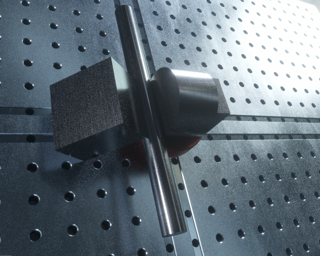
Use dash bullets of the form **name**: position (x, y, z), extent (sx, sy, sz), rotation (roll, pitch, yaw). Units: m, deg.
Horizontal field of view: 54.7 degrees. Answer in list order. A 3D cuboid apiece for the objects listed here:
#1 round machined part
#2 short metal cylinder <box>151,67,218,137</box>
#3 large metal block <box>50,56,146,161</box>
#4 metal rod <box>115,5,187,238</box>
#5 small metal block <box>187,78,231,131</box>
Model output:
- **round machined part**: position (0.004, -0.006, 0.403), extent (0.099, 0.042, 0.098), rotation (14, 56, -21)
- **short metal cylinder**: position (0.024, -0.029, 0.366), extent (0.050, 0.080, 0.080), rotation (1, 62, -28)
- **large metal block**: position (-0.069, -0.018, 0.340), extent (0.050, 0.080, 0.080), rotation (40, 33, -60)
- **metal rod**: position (-0.018, -0.028, 0.364), extent (0.025, 0.025, 0.299), rotation (1, 61, -28)
- **small metal block**: position (0.056, -0.028, 0.387), extent (0.025, 0.050, 0.050), rotation (1, 62, -28)
